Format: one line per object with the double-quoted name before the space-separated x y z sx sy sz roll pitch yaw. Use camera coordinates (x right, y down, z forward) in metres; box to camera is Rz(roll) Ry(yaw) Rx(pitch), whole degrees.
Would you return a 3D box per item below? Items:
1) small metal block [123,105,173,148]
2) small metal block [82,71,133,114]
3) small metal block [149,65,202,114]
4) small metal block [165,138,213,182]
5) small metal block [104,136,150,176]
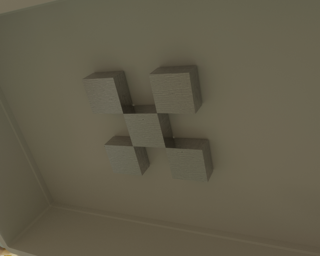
"small metal block" -0.015 -0.002 0.412 0.050 0.025 0.050 1 119 28
"small metal block" -0.070 -0.047 0.414 0.050 0.025 0.050 2 119 27
"small metal block" 0.019 -0.045 0.368 0.050 0.025 0.050 2 120 27
"small metal block" 0.040 0.042 0.411 0.050 0.025 0.050 1 119 27
"small metal block" -0.048 0.041 0.457 0.050 0.025 0.050 1 119 28
